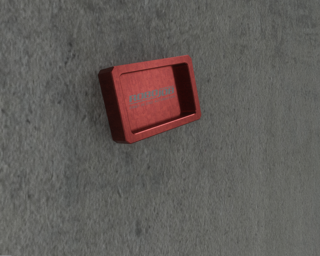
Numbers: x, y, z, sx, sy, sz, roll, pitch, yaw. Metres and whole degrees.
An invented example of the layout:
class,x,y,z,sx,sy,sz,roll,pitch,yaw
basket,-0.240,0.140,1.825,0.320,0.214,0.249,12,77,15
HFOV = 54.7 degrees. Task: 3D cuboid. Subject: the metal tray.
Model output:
class,x,y,z,sx,sy,sz,roll,pitch,yaw
metal tray,-0.007,-0.040,0.397,0.131,0.030,0.089,-19,102,-39
